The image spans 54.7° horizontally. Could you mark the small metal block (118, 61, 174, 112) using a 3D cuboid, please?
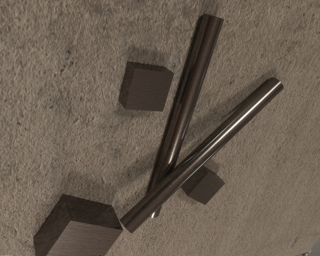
[{"bbox_3d":[-0.017,-0.049,0.369,0.050,0.025,0.050,2,118,-30],"label":"small metal block"}]

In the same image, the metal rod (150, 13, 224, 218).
[{"bbox_3d":[0.025,0.000,0.422,0.025,0.025,0.298,2,118,-30],"label":"metal rod"}]

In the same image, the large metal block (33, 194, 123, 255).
[{"bbox_3d":[-0.111,0.144,0.420,0.080,0.050,0.080,27,104,-38],"label":"large metal block"}]

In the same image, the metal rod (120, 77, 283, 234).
[{"bbox_3d":[0.065,0.033,0.440,0.301,0.025,0.025,-42,130,-9],"label":"metal rod"}]

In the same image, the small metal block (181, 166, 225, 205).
[{"bbox_3d":[0.070,0.092,0.504,0.050,0.025,0.050,-50,129,7],"label":"small metal block"}]
